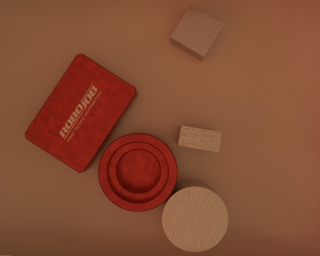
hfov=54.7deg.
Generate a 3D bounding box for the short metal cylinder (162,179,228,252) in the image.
[{"bbox_3d":[0.043,0.110,0.400,0.081,0.050,0.079,0,90,-1],"label":"short metal cylinder"}]

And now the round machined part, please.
[{"bbox_3d":[-0.027,0.055,0.403,0.099,0.042,0.097,0,90,-1],"label":"round machined part"}]

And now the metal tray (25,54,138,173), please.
[{"bbox_3d":[-0.101,-0.019,0.408,0.090,0.030,0.130,33,90,-1],"label":"metal tray"}]

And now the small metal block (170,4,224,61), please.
[{"bbox_3d":[0.048,-0.126,0.412,0.050,0.025,0.050,31,90,-1],"label":"small metal block"}]

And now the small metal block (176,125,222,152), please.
[{"bbox_3d":[0.049,0.013,0.400,0.050,0.050,0.025,9,90,-1],"label":"small metal block"}]
